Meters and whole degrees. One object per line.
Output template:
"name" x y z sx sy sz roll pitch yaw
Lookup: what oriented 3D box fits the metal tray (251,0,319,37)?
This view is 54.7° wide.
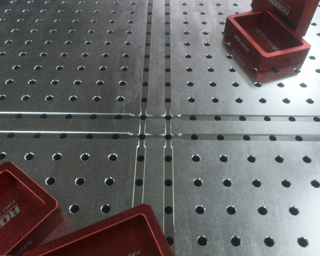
"metal tray" 0.224 -0.233 0.563 0.030 0.089 0.130 -18 53 -15

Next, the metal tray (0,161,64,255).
"metal tray" -0.178 0.105 0.313 0.090 0.030 0.131 31 56 23

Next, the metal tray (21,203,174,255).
"metal tray" -0.053 0.137 0.288 0.131 0.030 0.090 -19 53 -16

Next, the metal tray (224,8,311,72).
"metal tray" 0.182 -0.156 0.537 0.091 0.030 0.130 -15 52 -13
